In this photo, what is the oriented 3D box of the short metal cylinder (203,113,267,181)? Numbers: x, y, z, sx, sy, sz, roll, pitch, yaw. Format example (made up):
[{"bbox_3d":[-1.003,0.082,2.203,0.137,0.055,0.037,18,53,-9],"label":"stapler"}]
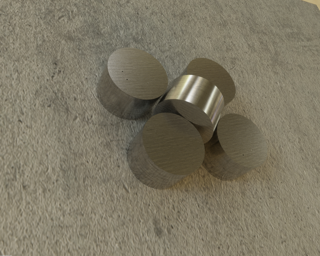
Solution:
[{"bbox_3d":[0.099,0.027,0.427,0.081,0.050,0.080,14,56,-21],"label":"short metal cylinder"}]

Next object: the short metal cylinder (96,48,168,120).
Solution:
[{"bbox_3d":[-0.037,-0.057,0.404,0.081,0.050,0.080,14,56,-21],"label":"short metal cylinder"}]

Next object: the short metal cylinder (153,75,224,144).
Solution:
[{"bbox_3d":[0.038,-0.022,0.406,0.080,0.080,0.050,34,51,-6],"label":"short metal cylinder"}]

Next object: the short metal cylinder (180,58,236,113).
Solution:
[{"bbox_3d":[0.063,-0.056,0.457,0.081,0.050,0.080,14,56,-21],"label":"short metal cylinder"}]

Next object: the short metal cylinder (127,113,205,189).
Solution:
[{"bbox_3d":[0.007,0.028,0.376,0.081,0.050,0.080,14,56,-21],"label":"short metal cylinder"}]
